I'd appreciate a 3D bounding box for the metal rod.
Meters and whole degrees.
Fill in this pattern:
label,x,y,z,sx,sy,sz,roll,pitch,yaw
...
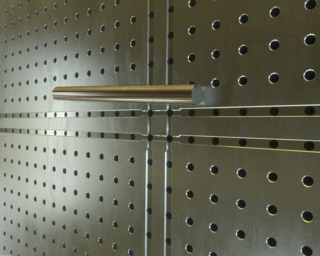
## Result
label,x,y,z,sx,sy,sz,roll,pitch,yaw
metal rod,-0.070,-0.051,0.468,0.300,0.025,0.025,6,94,40
